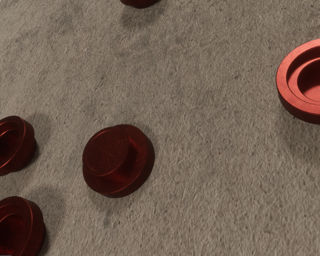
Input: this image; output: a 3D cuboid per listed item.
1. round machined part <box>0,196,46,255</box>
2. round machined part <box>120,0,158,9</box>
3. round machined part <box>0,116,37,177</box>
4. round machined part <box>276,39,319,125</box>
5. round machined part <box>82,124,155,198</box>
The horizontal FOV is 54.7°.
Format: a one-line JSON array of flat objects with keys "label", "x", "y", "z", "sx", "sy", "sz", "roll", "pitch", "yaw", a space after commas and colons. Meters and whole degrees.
[{"label": "round machined part", "x": -0.190, "y": 0.142, "z": 0.403, "sx": 0.098, "sy": 0.042, "sz": 0.098, "roll": -13, "pitch": 56, "yaw": 20}, {"label": "round machined part", "x": -0.031, "y": -0.259, "z": 0.566, "sx": 0.098, "sy": 0.042, "sz": 0.098, "roll": -13, "pitch": 56, "yaw": 20}, {"label": "round machined part", "x": -0.239, "y": 0.032, "z": 0.496, "sx": 0.098, "sy": 0.042, "sz": 0.098, "roll": -13, "pitch": 56, "yaw": 20}, {"label": "round machined part", "x": 0.177, "y": -0.045, "z": 0.328, "sx": 0.098, "sy": 0.042, "sz": 0.098, "roll": -13, "pitch": 56, "yaw": 20}, {"label": "round machined part", "x": -0.060, "y": 0.037, "z": 0.400, "sx": 0.098, "sy": 0.042, "sz": 0.098, "roll": -13, "pitch": 56, "yaw": 20}]
